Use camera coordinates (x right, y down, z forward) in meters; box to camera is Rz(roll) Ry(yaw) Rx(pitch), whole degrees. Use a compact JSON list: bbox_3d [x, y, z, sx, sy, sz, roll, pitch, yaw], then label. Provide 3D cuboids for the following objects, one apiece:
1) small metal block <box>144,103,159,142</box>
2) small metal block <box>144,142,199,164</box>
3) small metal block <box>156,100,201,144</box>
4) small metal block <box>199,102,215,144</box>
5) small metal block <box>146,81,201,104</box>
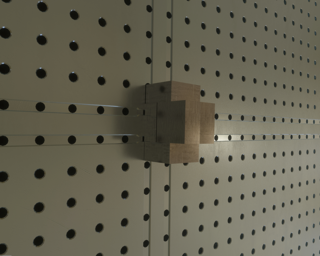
[{"bbox_3d":[0.007,-0.006,0.414,0.050,0.025,0.050,2,89,-38],"label":"small metal block"},{"bbox_3d":[0.015,0.031,0.404,0.050,0.050,0.025,2,89,-40],"label":"small metal block"},{"bbox_3d":[0.022,-0.007,0.377,0.025,0.050,0.050,2,89,-40],"label":"small metal block"},{"bbox_3d":[0.042,-0.006,0.394,0.025,0.050,0.050,2,89,-39],"label":"small metal block"},{"bbox_3d":[0.017,-0.044,0.405,0.050,0.050,0.025,2,89,-40],"label":"small metal block"}]
